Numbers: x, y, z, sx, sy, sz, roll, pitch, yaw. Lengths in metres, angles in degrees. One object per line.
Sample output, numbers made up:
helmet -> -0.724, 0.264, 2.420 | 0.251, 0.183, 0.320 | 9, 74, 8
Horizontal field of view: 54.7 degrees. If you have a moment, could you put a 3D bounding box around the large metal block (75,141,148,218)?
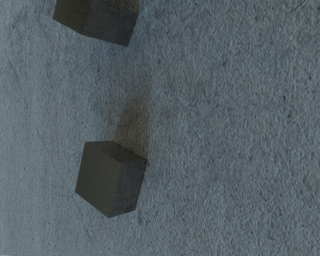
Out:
large metal block -> -0.072, 0.070, 0.448 | 0.080, 0.050, 0.079 | 24, 105, 37

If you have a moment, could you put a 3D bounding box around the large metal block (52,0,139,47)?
large metal block -> -0.093, -0.161, 0.446 | 0.080, 0.081, 0.050 | 34, 111, 35
